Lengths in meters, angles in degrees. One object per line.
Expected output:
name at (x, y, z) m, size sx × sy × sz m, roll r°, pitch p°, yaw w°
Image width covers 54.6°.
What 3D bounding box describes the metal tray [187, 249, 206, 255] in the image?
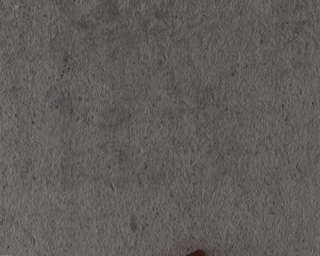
metal tray at (0.019, 0.232, 0.407) m, size 0.130 × 0.030 × 0.090 m, roll -26°, pitch 90°, yaw 0°
